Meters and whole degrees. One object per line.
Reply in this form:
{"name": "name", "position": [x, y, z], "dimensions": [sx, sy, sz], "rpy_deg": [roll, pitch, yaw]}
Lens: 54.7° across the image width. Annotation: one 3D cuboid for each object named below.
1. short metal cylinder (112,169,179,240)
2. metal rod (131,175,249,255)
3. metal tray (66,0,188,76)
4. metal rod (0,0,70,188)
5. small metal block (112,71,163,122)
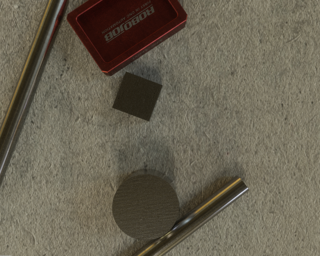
{"name": "short metal cylinder", "position": [-0.017, 0.095, 0.397], "dimensions": [0.081, 0.050, 0.079], "rpy_deg": [0, 90, 0]}
{"name": "metal rod", "position": [-0.010, 0.163, 0.409], "dimensions": [0.301, 0.025, 0.025], "rpy_deg": [-37, 90, 0]}
{"name": "metal tray", "position": [-0.042, -0.141, 0.406], "dimensions": [0.130, 0.030, 0.090], "rpy_deg": [-34, 90, 0]}
{"name": "metal rod", "position": [-0.184, -0.032, 0.408], "dimensions": [0.025, 0.025, 0.299], "rpy_deg": [20, 90, 0]}
{"name": "small metal block", "position": [-0.029, -0.041, 0.410], "dimensions": [0.050, 0.025, 0.050], "rpy_deg": [21, 90, 0]}
